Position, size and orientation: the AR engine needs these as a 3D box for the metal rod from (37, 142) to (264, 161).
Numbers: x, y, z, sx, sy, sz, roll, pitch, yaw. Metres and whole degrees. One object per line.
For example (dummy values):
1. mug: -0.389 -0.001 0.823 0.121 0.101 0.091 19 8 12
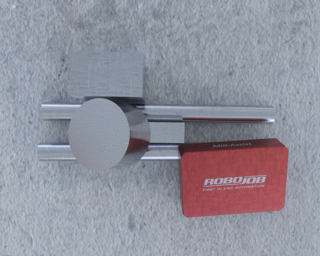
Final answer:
1. metal rod: -0.007 0.031 0.411 0.302 0.025 0.025 0 90 -1

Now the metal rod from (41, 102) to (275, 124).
1. metal rod: -0.002 -0.020 0.411 0.302 0.025 0.025 1 90 -1

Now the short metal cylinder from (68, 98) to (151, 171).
1. short metal cylinder: -0.058 0.008 0.362 0.080 0.050 0.080 -1 88 23

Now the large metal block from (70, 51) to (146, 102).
1. large metal block: -0.060 -0.060 0.383 0.081 0.080 0.050 1 90 -1

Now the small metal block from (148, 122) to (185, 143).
1. small metal block: 0.004 0.005 0.398 0.050 0.050 0.025 1 90 -1

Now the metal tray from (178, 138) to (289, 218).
1. metal tray: 0.091 0.063 0.396 0.131 0.030 0.089 -4 108 -2
